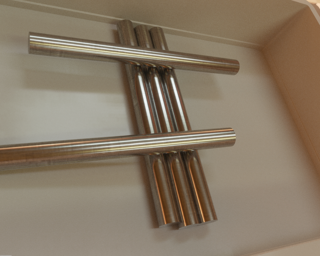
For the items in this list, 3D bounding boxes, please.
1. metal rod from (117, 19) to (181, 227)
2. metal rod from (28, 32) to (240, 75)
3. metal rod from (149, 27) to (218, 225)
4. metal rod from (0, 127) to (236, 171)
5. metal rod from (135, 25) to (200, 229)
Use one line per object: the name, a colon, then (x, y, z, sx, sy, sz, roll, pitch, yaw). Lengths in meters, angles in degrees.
metal rod: (-0.021, -0.024, 0.408, 0.025, 0.025, 0.299, 1, 61, -28)
metal rod: (-0.015, -0.097, 0.422, 0.303, 0.025, 0.025, 0, 62, -28)
metal rod: (0.025, -0.020, 0.429, 0.025, 0.025, 0.299, 1, 61, -28)
metal rod: (-0.050, 0.021, 0.341, 0.303, 0.025, 0.025, -4, 64, -22)
metal rod: (0.002, -0.019, 0.417, 0.025, 0.025, 0.299, 1, 61, -28)
